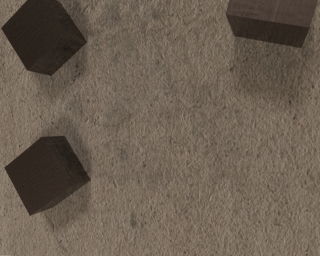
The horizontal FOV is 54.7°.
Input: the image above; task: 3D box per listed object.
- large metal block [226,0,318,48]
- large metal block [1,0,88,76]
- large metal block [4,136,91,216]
[{"bbox_3d":[0.123,-0.128,0.336,0.080,0.080,0.050,17,96,19],"label":"large metal block"},{"bbox_3d":[-0.169,-0.136,0.454,0.080,0.050,0.080,-38,78,16],"label":"large metal block"},{"bbox_3d":[-0.163,0.067,0.452,0.080,0.050,0.080,-36,79,16],"label":"large metal block"}]
